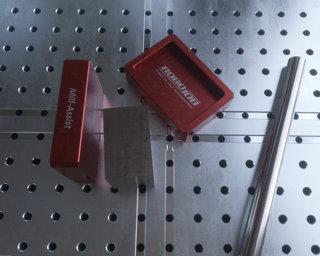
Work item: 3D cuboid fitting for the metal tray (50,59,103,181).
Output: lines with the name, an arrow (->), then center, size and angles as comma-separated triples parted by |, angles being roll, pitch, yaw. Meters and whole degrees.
metal tray -> -0.097, -0.007, 0.378 | 0.030, 0.090, 0.130 | 1, 70, 0

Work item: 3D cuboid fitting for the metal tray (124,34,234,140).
metal tray -> 0.025, -0.059, 0.430 | 0.090, 0.030, 0.130 | -38, 74, -13

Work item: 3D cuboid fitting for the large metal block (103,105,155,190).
large metal block -> -0.035, 0.027, 0.372 | 0.050, 0.080, 0.080 | -5, 70, -2

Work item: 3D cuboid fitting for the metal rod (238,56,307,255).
metal rod -> 0.147, 0.036, 0.399 | 0.025, 0.025, 0.300 | 19, 71, 7
